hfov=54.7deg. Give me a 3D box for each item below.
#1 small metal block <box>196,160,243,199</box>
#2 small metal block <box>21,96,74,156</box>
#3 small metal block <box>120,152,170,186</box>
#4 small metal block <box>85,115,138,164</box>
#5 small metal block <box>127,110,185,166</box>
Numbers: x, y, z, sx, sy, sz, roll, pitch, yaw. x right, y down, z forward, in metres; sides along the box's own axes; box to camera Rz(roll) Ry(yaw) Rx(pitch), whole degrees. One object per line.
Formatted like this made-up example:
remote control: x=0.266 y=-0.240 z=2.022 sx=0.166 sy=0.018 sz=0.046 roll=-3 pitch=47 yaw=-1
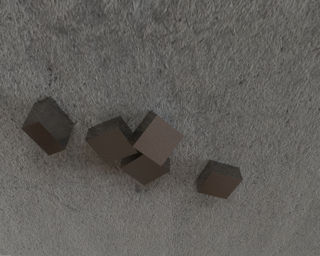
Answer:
small metal block: x=0.090 y=0.080 z=0.476 sx=0.050 sy=0.025 sz=0.050 roll=16 pitch=128 yaw=-14
small metal block: x=-0.138 y=-0.003 z=0.387 sx=0.025 sy=0.050 sz=0.050 roll=-20 pitch=127 yaw=16
small metal block: x=-0.021 y=0.052 z=0.451 sx=0.050 sy=0.025 sz=0.050 roll=-33 pitch=123 yaw=25
small metal block: x=-0.064 y=0.017 z=0.421 sx=0.050 sy=0.025 sz=0.050 roll=-21 pitch=127 yaw=17
small metal block: x=-0.005 y=0.013 z=0.404 sx=0.050 sy=0.025 sz=0.050 roll=38 pitch=90 yaw=-28
